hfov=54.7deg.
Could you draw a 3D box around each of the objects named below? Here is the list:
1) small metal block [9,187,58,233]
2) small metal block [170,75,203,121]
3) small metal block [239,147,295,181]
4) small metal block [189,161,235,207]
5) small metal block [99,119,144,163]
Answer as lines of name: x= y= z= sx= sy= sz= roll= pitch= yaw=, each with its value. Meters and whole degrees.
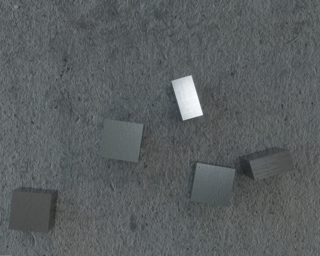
small metal block: x=-0.166 y=0.107 z=0.409 sx=0.050 sy=0.025 sz=0.050 roll=5 pitch=90 yaw=0
small metal block: x=0.033 y=-0.036 z=0.398 sx=0.025 sy=0.050 sz=0.050 roll=-16 pitch=90 yaw=0
small metal block: x=0.135 y=0.045 z=0.398 sx=0.050 sy=0.050 sz=0.025 roll=-16 pitch=90 yaw=0
small metal block: x=0.068 y=0.073 z=0.410 sx=0.050 sy=0.025 sz=0.050 roll=10 pitch=90 yaw=0
small metal block: x=-0.050 y=0.016 z=0.409 sx=0.050 sy=0.025 sz=0.050 roll=8 pitch=90 yaw=0
